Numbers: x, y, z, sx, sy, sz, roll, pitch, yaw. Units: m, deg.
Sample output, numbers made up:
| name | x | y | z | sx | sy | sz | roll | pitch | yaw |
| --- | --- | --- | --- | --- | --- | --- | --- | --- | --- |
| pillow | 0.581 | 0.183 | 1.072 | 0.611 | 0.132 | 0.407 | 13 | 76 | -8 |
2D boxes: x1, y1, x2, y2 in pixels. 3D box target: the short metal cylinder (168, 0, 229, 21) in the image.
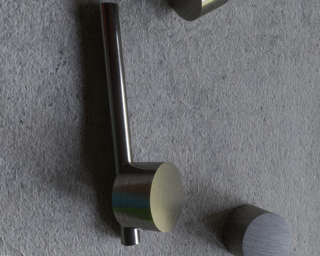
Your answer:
| name | x | y | z | sx | sy | sz | roll | pitch | yaw |
| --- | --- | --- | --- | --- | --- | --- | --- | --- | --- |
| short metal cylinder | 0.047 | -0.186 | 0.397 | 0.050 | 0.080 | 0.080 | -33 | 101 | -17 |

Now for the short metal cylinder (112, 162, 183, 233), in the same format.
| name | x | y | z | sx | sy | sz | roll | pitch | yaw |
| --- | --- | --- | --- | --- | --- | --- | --- | --- | --- |
| short metal cylinder | -0.012 | 0.081 | 0.370 | 0.080 | 0.050 | 0.080 | 12 | 76 | -60 |

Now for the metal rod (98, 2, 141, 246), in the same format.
| name | x | y | z | sx | sy | sz | roll | pitch | yaw |
| --- | --- | --- | --- | --- | --- | --- | --- | --- | --- |
| metal rod | -0.051 | -0.003 | 0.390 | 0.025 | 0.025 | 0.298 | -6 | 92 | -20 |

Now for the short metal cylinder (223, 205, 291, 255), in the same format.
| name | x | y | z | sx | sy | sz | roll | pitch | yaw |
| --- | --- | --- | --- | --- | --- | --- | --- | --- | --- |
| short metal cylinder | 0.139 | 0.156 | 0.448 | 0.081 | 0.050 | 0.080 | 0 | 90 | -20 |
